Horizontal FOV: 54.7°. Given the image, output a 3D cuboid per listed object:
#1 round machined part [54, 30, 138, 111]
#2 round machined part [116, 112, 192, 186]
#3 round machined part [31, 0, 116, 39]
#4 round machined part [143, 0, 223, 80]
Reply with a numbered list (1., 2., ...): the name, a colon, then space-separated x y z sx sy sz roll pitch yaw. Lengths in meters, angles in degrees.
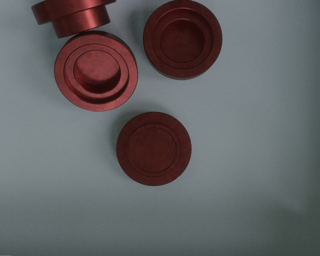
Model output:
1. round machined part: -0.078 -0.073 0.388 0.099 0.042 0.097 -3 120 -5
2. round machined part: -0.008 0.027 0.403 0.099 0.042 0.097 0 90 -1
3. round machined part: -0.099 -0.140 0.378 0.099 0.098 0.042 -17 112 -1
4. round machined part: 0.028 -0.111 0.403 0.099 0.042 0.097 0 90 -1
